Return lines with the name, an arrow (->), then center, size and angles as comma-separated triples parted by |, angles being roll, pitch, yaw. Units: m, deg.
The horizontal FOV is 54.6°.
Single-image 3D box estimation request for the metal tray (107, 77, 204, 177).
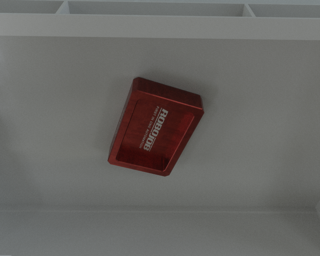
metal tray -> -0.009, 0.004, 0.408 | 0.091, 0.030, 0.129 | 15, 129, -13
